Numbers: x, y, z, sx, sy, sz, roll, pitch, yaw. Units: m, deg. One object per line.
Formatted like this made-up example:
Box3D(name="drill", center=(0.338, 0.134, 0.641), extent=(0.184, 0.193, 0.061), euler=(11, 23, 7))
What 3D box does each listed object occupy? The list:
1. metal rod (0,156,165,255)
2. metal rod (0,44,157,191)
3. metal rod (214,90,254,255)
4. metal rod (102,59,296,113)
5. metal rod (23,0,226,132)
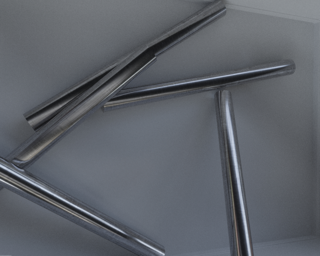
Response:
Box3D(name="metal rod", center=(-0.108, 0.085, 0.345), extent=(0.301, 0.025, 0.025), euler=(38, 78, -26))
Box3D(name="metal rod", center=(-0.123, 0.008, 0.349), extent=(0.301, 0.025, 0.025), euler=(-41, 104, -10))
Box3D(name="metal rod", center=(0.091, 0.082, 0.374), extent=(0.025, 0.025, 0.299), euler=(12, 58, -20))
Box3D(name="metal rod", center=(0.066, -0.064, 0.435), extent=(0.302, 0.025, 0.025), euler=(-13, 95, -20))
Box3D(name="metal rod", center=(-0.032, -0.088, 0.399), extent=(0.301, 0.025, 0.025), euler=(-35, 102, -17))
